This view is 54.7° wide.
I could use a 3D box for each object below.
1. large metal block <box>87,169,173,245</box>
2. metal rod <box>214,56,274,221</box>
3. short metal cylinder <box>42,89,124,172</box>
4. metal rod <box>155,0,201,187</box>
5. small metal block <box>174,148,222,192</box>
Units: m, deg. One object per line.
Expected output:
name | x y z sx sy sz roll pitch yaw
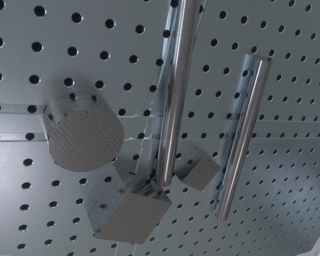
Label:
large metal block | -0.044 0.114 0.442 0.080 0.050 0.080 25 105 -37
metal rod | 0.129 0.033 0.502 0.025 0.025 0.298 -7 122 -25
short metal cylinder | -0.087 0.003 0.349 0.081 0.050 0.079 -14 124 -21
metal rod | 0.021 -0.050 0.391 0.025 0.025 0.298 -7 122 -25
small metal block | 0.059 0.066 0.485 0.050 0.025 0.050 32 101 -38
